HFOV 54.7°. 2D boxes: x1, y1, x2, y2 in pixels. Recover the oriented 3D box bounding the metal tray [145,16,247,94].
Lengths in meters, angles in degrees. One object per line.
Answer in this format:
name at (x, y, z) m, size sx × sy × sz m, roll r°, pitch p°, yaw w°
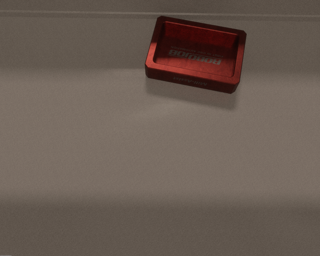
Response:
metal tray at (0.052, -0.106, 0.446) m, size 0.131 × 0.030 × 0.090 m, roll 12°, pitch 70°, yaw 4°
